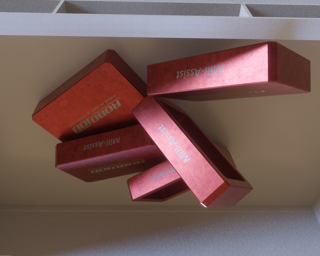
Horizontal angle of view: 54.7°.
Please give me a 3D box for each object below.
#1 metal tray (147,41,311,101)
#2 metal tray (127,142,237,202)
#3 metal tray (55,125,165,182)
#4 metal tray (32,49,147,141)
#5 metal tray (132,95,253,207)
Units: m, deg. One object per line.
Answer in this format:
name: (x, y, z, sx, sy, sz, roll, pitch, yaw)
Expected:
metal tray: (0.063, -0.047, 0.297, 0.130, 0.030, 0.091, -1, 179, 41)
metal tray: (0.031, 0.065, 0.433, 0.130, 0.030, 0.090, -29, 155, 20)
metal tray: (-0.059, 0.037, 0.413, 0.131, 0.030, 0.090, -13, 154, 10)
metal tray: (-0.079, -0.025, 0.384, 0.130, 0.030, 0.090, -30, 124, 23)
metal tray: (0.035, 0.023, 0.334, 0.030, 0.130, 0.090, -46, 150, 13)
